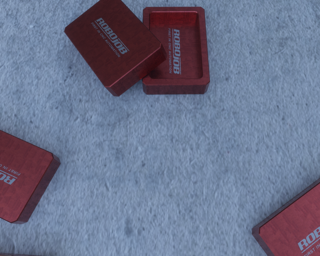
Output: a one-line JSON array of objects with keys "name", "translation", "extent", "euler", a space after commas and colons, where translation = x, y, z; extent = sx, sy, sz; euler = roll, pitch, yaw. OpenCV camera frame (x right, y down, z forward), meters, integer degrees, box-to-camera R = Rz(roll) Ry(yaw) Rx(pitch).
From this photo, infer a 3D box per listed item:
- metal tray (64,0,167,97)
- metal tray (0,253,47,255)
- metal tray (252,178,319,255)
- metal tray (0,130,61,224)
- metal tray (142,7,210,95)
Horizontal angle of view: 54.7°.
[{"name": "metal tray", "translation": [-0.063, -0.117, 0.426], "extent": [0.090, 0.030, 0.130], "euler": [-38, 65, 0]}, {"name": "metal tray", "translation": [-0.185, 0.184, 0.335], "extent": [0.131, 0.030, 0.090], "euler": [4, 70, 1]}, {"name": "metal tray", "translation": [0.188, 0.122, 0.363], "extent": [0.131, 0.030, 0.090], "euler": [-32, 73, -11]}, {"name": "metal tray", "translation": [-0.205, 0.051, 0.384], "extent": [0.130, 0.030, 0.090], "euler": [23, 71, 7]}, {"name": "metal tray", "translation": [0.021, -0.113, 0.446], "extent": [0.091, 0.030, 0.130], "euler": [-1, 70, -1]}]
